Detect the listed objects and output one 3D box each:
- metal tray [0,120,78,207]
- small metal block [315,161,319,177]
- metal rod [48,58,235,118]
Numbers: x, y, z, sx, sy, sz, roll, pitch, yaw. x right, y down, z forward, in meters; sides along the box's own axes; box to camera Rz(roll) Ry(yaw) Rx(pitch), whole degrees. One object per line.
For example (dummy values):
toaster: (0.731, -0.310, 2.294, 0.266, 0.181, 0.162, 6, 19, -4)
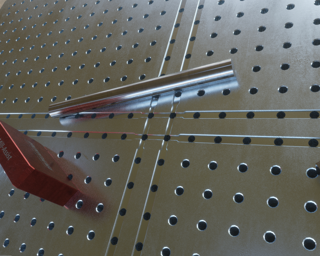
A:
metal tray: (-0.181, 0.048, 0.432, 0.030, 0.090, 0.130, -49, 52, -6)
small metal block: (0.182, 0.045, 0.285, 0.050, 0.025, 0.050, -30, 52, 9)
metal rod: (-0.041, -0.054, 0.462, 0.301, 0.025, 0.025, -11, 57, 22)
